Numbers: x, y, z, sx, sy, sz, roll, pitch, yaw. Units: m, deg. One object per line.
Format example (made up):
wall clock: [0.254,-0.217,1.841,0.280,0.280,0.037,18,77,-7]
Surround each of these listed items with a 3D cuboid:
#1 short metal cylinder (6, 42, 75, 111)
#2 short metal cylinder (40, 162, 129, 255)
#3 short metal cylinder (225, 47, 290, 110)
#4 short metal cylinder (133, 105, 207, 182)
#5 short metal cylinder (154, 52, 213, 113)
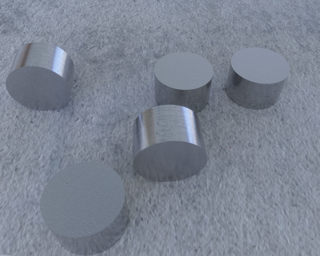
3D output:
short metal cylinder: [-0.161,-0.069,0.423,0.081,0.080,0.050,-3,50,-3]
short metal cylinder: [-0.074,0.082,0.317,0.081,0.050,0.080,0,50,0]
short metal cylinder: [0.139,-0.073,0.450,0.081,0.050,0.080,0,50,0]
short metal cylinder: [0.010,0.019,0.352,0.081,0.080,0.050,-3,50,-3]
short metal cylinder: [0.032,-0.064,0.441,0.081,0.050,0.080,0,50,0]
